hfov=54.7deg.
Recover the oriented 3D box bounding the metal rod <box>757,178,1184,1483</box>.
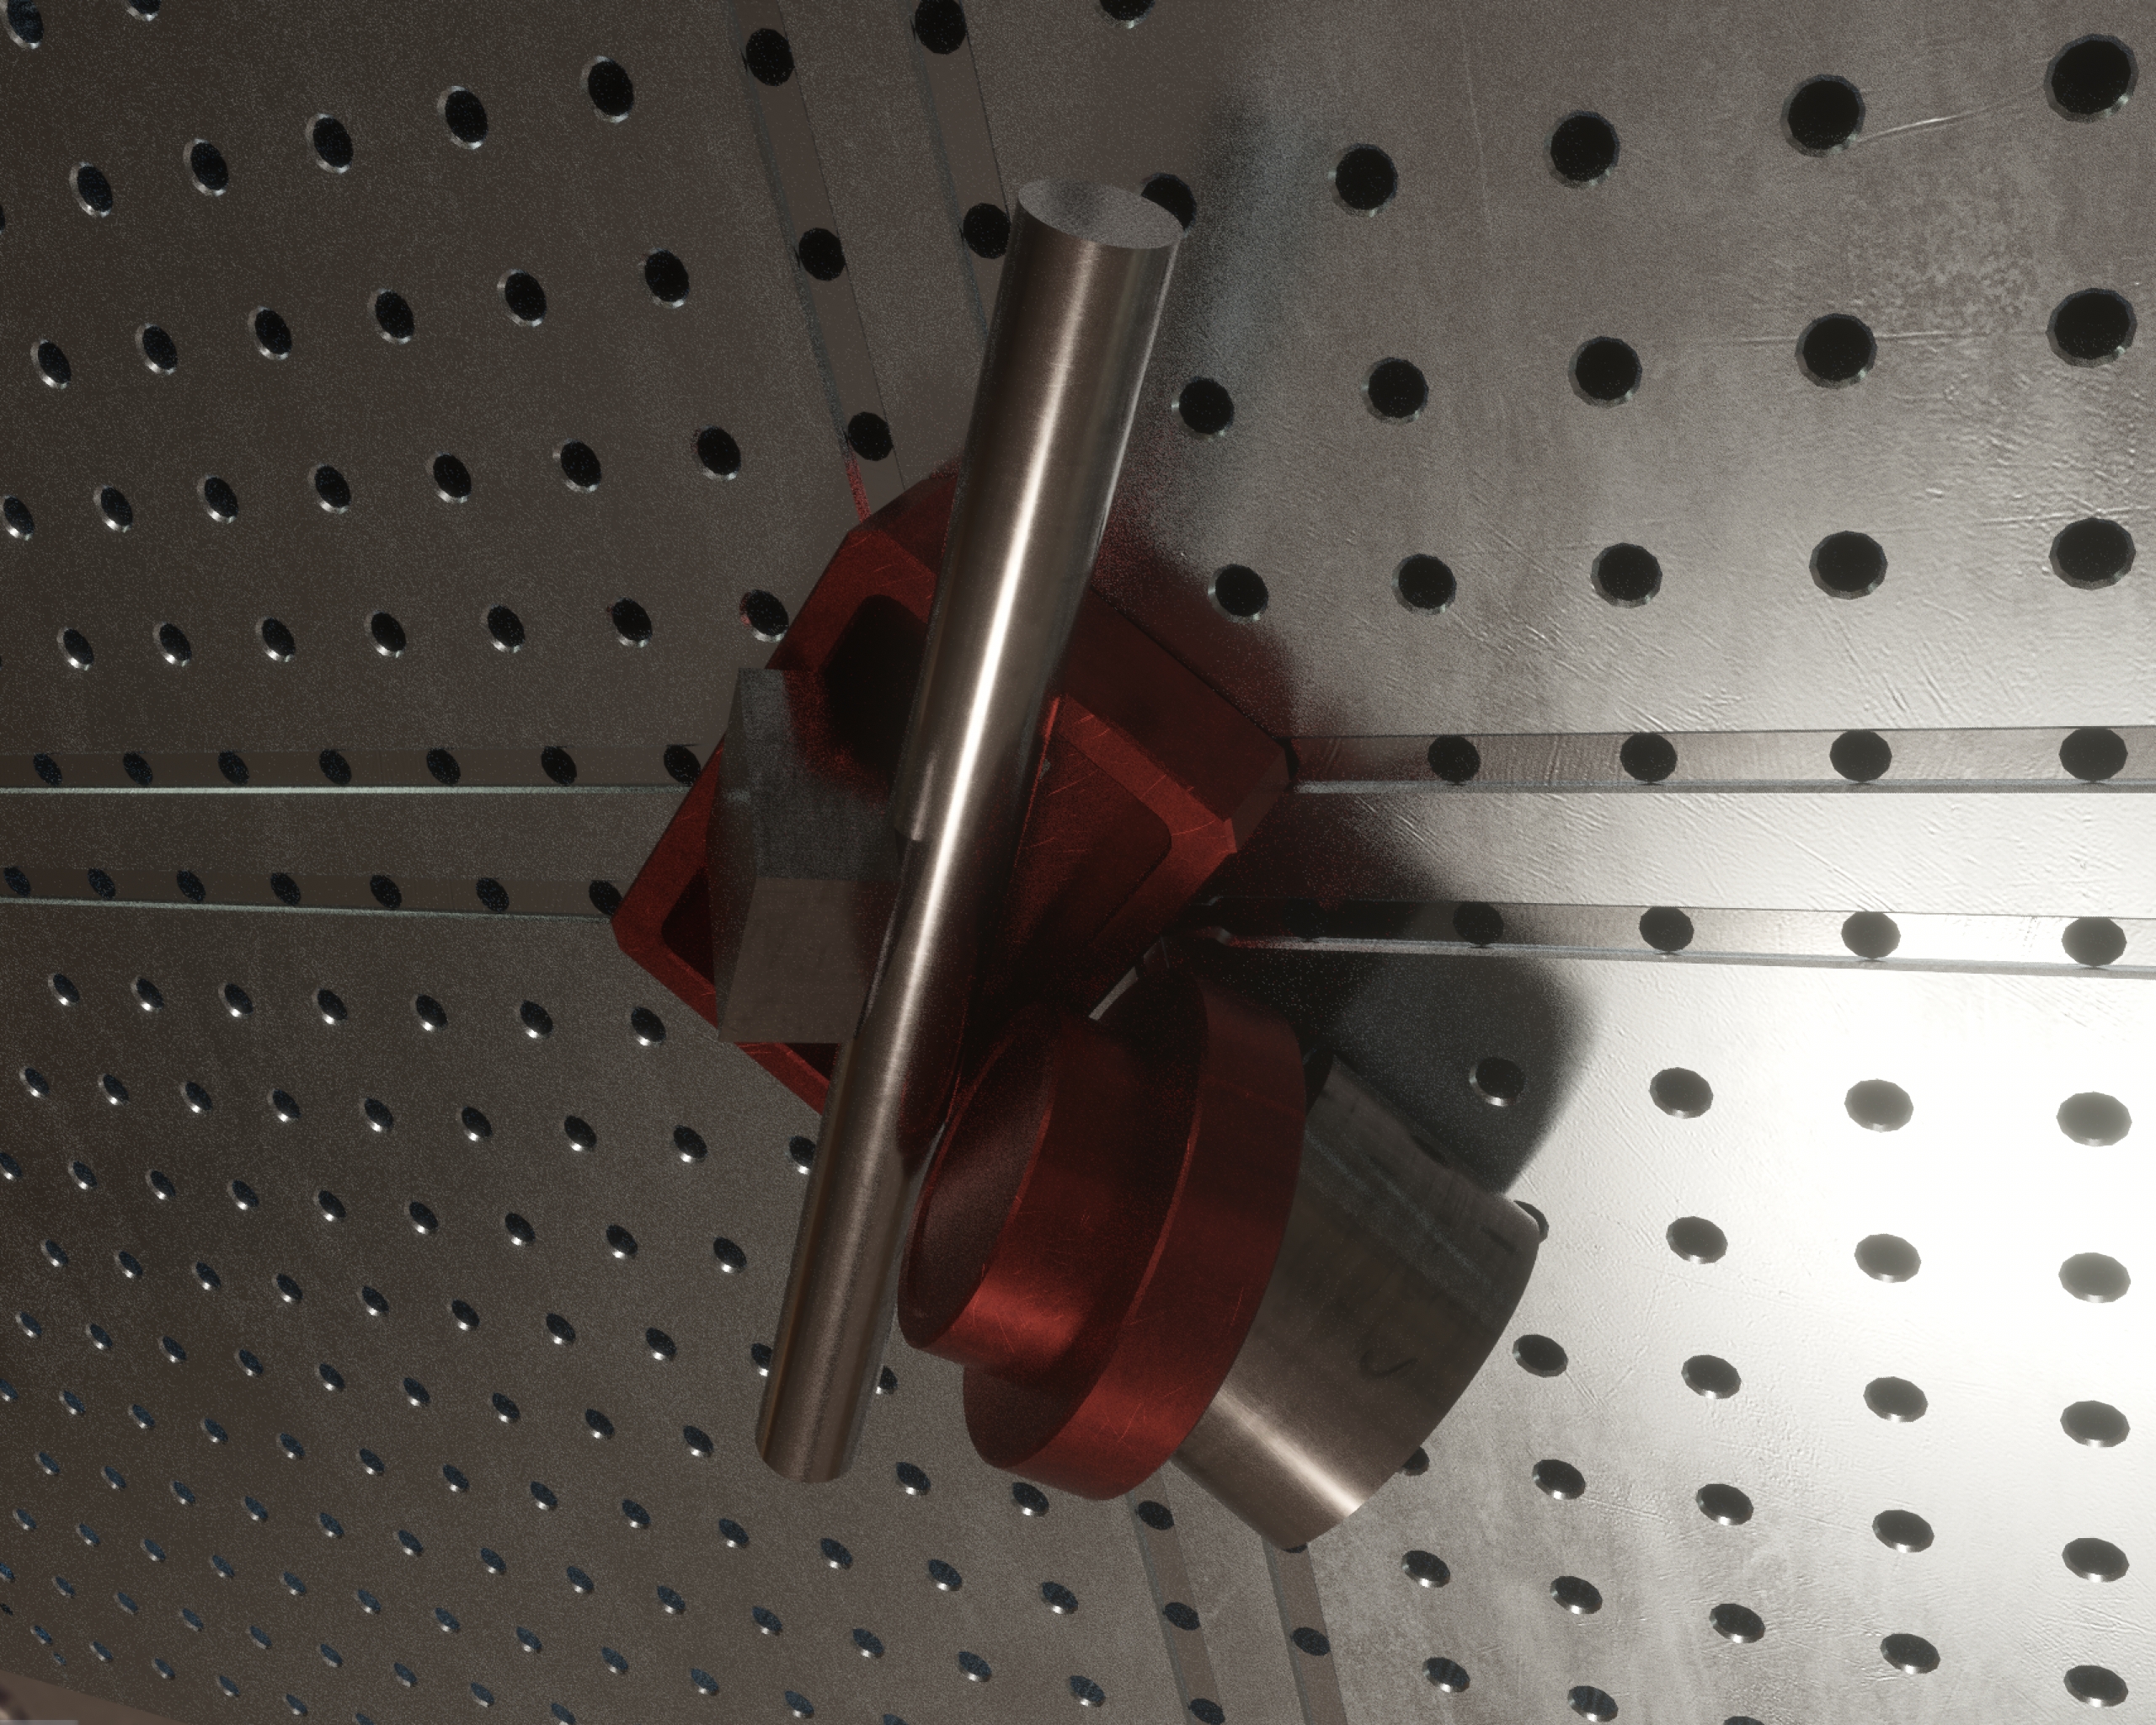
[{"bbox_3d":[-0.030,0.019,0.398,0.025,0.025,0.298,25,127,12],"label":"metal rod"}]

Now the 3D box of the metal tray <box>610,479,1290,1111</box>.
[{"bbox_3d":[-0.030,-0.001,0.421,0.090,0.030,0.129,40,129,0],"label":"metal tray"}]

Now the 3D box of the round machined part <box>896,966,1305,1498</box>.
[{"bbox_3d":[-0.001,0.064,0.389,0.042,0.098,0.097,24,130,-14],"label":"round machined part"}]

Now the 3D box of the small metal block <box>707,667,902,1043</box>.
[{"bbox_3d":[-0.053,-0.001,0.393,0.025,0.050,0.050,2,140,-18],"label":"small metal block"}]

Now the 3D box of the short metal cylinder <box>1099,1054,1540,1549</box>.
[{"bbox_3d":[0.043,0.083,0.402,0.050,0.080,0.080,40,129,1],"label":"short metal cylinder"}]
